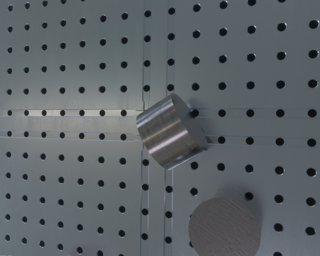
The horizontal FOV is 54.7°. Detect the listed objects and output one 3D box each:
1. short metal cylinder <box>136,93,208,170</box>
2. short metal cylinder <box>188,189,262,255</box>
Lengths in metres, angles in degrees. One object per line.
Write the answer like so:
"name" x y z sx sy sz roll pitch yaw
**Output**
"short metal cylinder" 0.016 0.004 0.378 0.050 0.080 0.080 -32 80 17
"short metal cylinder" 0.080 0.118 0.371 0.080 0.050 0.079 0 90 20
